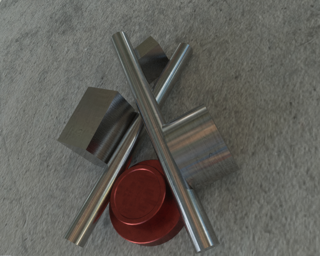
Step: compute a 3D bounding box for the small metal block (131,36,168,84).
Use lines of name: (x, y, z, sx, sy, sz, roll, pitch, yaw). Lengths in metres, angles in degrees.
small metal block: (-0.017, -0.097, 0.456, 0.050, 0.050, 0.025, -38, 51, 2)

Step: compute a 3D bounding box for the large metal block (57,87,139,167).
large metal block: (-0.071, 0.004, 0.403, 0.050, 0.080, 0.080, 12, 68, 33)

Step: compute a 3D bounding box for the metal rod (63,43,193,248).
metal rod: (-0.028, 0.004, 0.397, 0.025, 0.025, 0.300, 12, 62, 33)

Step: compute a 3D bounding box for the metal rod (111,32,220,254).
metal rod: (-0.006, -0.006, 0.367, 0.025, 0.025, 0.299, -29, 61, 10)

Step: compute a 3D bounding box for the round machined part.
round machined part: (-0.017, 0.081, 0.353, 0.098, 0.042, 0.098, -13, 56, 20)

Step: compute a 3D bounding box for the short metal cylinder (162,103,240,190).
short metal cylinder: (0.044, 0.020, 0.334, 0.050, 0.080, 0.080, -28, 52, 10)
